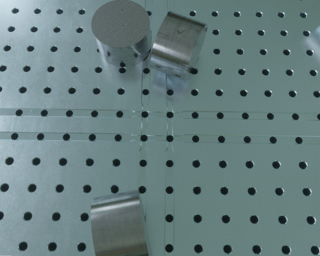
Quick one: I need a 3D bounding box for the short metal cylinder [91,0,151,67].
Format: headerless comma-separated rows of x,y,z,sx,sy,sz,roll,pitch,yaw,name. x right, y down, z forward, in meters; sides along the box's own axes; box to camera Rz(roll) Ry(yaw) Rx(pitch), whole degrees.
-0.054,-0.136,0.448,0.081,0.050,0.080,0,70,0,short metal cylinder

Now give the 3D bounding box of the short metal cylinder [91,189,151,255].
-0.042,0.112,0.341,0.050,0.080,0.080,-10,71,-4,short metal cylinder

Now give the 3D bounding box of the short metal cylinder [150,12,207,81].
0.026,-0.111,0.423,0.050,0.080,0.080,22,72,8,short metal cylinder
